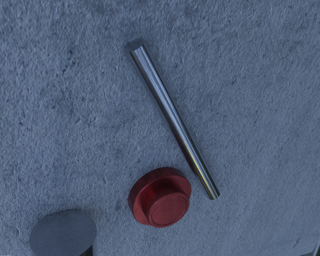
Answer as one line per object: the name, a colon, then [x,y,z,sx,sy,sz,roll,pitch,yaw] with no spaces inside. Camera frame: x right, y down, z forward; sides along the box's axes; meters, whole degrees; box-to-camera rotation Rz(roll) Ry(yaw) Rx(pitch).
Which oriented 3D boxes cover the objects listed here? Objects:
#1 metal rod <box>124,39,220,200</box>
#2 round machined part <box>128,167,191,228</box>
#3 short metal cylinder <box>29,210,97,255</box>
metal rod: [0.031,0.011,0.430,0.025,0.025,0.299,-35,129,-5]
round machined part: [0.005,0.111,0.467,0.099,0.042,0.097,-14,124,-21]
short metal cylinder: [-0.122,0.153,0.399,0.081,0.080,0.050,-8,122,-24]
